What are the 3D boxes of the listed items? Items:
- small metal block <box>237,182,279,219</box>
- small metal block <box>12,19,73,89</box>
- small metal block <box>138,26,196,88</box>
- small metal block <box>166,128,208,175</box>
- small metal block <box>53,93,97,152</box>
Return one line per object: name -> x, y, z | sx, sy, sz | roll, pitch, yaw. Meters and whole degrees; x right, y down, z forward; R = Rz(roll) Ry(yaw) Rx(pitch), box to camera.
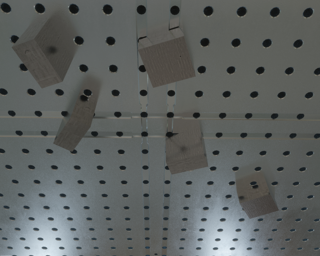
small metal block -> 0.163, 0.121, 0.516 | 0.050, 0.025, 0.050 | -23, 127, 18
small metal block -> -0.121, -0.079, 0.327 | 0.025, 0.050, 0.050 | -16, 129, 13
small metal block -> 0.008, -0.078, 0.345 | 0.050, 0.025, 0.050 | -14, 129, 11
small metal block -> 0.036, 0.031, 0.422 | 0.050, 0.050, 0.025 | -14, 129, 11
small metal block -> -0.105, -0.007, 0.388 | 0.025, 0.050, 0.050 | 28, 125, -22
